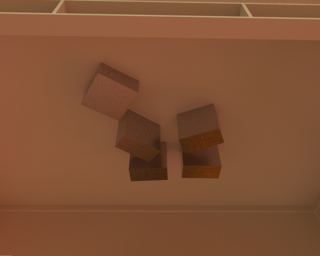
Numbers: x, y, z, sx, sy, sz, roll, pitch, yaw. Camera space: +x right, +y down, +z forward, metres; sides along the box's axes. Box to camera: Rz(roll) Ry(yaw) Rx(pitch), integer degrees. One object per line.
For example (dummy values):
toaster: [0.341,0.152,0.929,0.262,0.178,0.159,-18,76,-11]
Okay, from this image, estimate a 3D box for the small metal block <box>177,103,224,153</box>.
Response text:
small metal block: [0.050,0.000,0.393,0.050,0.050,0.025,-16,128,13]

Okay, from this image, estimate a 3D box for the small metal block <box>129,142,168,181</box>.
small metal block: [-0.015,0.046,0.432,0.050,0.050,0.025,-2,130,1]

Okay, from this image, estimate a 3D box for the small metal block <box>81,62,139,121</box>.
small metal block: [-0.060,-0.042,0.372,0.050,0.025,0.050,25,126,-20]

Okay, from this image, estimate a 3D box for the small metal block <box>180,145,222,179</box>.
small metal block: [0.055,0.042,0.430,0.050,0.050,0.025,1,130,-2]

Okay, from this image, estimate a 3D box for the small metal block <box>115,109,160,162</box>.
small metal block: [-0.027,0.010,0.401,0.050,0.050,0.025,27,125,-22]
